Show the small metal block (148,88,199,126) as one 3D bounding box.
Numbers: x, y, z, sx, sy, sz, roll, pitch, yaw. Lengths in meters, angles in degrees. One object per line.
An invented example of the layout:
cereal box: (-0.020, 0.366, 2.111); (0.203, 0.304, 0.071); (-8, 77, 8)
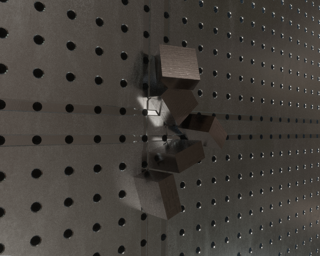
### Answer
small metal block: (0.020, -0.038, 0.428); (0.050, 0.025, 0.050); (-47, 118, -30)

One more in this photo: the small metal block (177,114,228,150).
small metal block: (0.061, 0.004, 0.440); (0.050, 0.050, 0.025); (46, 62, -46)

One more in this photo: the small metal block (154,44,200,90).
small metal block: (0.022, -0.079, 0.407); (0.050, 0.025, 0.050); (3, 64, -16)

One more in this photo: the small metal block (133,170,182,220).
small metal block: (-0.003, 0.083, 0.392); (0.025, 0.050, 0.050); (-23, 105, -38)

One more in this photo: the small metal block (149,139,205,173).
small metal block: (0.023, 0.036, 0.415); (0.050, 0.050, 0.025); (-24, 106, -38)
